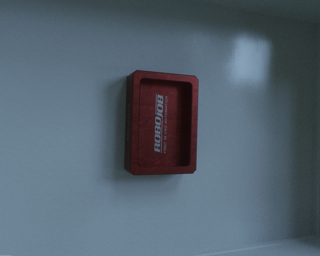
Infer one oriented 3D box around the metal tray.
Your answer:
[{"bbox_3d":[0.002,-0.006,0.406,0.091,0.030,0.129,2,89,-21],"label":"metal tray"}]
